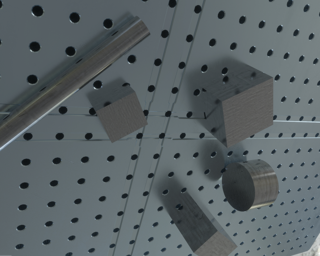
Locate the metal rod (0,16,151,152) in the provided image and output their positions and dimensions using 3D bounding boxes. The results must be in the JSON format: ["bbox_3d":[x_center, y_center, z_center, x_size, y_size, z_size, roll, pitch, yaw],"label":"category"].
[{"bbox_3d":[-0.136,-0.017,0.327,0.301,0.025,0.025,-39,130,-3],"label":"metal rod"}]

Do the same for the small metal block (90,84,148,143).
[{"bbox_3d":[-0.049,-0.018,0.375,0.050,0.025,0.050,-28,128,-11],"label":"small metal block"}]

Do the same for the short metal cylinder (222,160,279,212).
[{"bbox_3d":[0.149,0.095,0.519,0.050,0.080,0.079,-4,120,-27],"label":"short metal cylinder"}]

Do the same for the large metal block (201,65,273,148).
[{"bbox_3d":[0.111,-0.031,0.439,0.080,0.050,0.080,-25,128,-13],"label":"large metal block"}]

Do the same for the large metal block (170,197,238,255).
[{"bbox_3d":[0.074,0.176,0.528,0.050,0.080,0.080,-43,130,1],"label":"large metal block"}]
